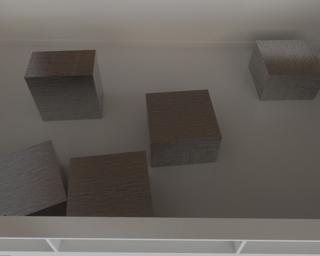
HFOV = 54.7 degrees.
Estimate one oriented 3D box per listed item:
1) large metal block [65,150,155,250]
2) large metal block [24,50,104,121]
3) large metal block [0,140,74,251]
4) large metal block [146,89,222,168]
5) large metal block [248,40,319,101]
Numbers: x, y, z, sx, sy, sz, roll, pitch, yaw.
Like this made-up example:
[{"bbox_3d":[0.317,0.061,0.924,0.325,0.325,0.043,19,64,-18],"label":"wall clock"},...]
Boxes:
[{"bbox_3d":[-0.050,0.074,0.326,0.081,0.050,0.080,-6,50,-5],"label":"large metal block"},{"bbox_3d":[-0.122,-0.055,0.414,0.081,0.080,0.050,-3,50,-3],"label":"large metal block"},{"bbox_3d":[-0.142,0.069,0.329,0.081,0.050,0.080,-18,53,-15],"label":"large metal block"},{"bbox_3d":[0.026,-0.001,0.390,0.081,0.050,0.080,-4,50,-4],"label":"large metal block"},{"bbox_3d":[0.187,-0.087,0.465,0.081,0.050,0.080,-1,50,-2],"label":"large metal block"}]
